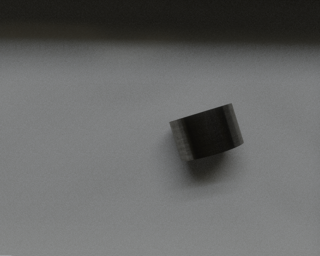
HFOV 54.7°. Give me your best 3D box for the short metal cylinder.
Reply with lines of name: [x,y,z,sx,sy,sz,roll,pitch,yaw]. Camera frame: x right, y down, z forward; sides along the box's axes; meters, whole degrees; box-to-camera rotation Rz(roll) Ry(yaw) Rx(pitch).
short metal cylinder: [0.057,0.005,0.385,0.080,0.080,0.050,-17,90,0]
